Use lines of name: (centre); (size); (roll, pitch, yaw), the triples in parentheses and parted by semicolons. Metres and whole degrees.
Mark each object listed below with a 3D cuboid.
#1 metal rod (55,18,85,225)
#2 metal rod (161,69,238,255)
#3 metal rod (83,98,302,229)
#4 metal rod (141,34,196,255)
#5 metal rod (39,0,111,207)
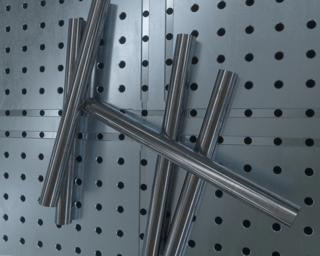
metal rod: (-0.132, -0.008, 0.457); (0.025, 0.025, 0.298); (5, 92, 19)
metal rod: (0.043, 0.073, 0.396); (0.025, 0.025, 0.298); (18, 96, 18)
metal rod: (0.015, 0.027, 0.374); (0.300, 0.025, 0.025); (27, 99, 29)
metal rod: (0.010, 0.029, 0.408); (0.025, 0.025, 0.298); (10, 93, 19)
metal rod: (-0.118, -0.040, 0.433); (0.025, 0.025, 0.298); (13, 87, 19)
